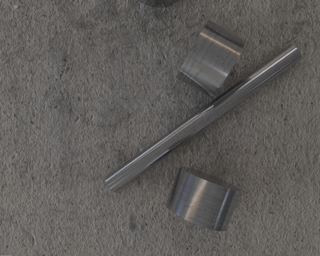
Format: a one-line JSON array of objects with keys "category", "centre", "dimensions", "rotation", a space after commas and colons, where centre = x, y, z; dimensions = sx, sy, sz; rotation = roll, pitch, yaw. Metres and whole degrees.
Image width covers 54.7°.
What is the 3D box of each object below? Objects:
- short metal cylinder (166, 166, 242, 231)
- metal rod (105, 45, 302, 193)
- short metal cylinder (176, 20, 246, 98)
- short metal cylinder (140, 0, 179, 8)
[{"category": "short metal cylinder", "centre": [0.053, 0.085, 0.383], "dimensions": [0.080, 0.080, 0.050], "rotation": [20, 90, 0]}, {"category": "metal rod", "centre": [0.057, -0.012, 0.410], "dimensions": [0.301, 0.025, 0.025], "rotation": [-36, 90, 0]}, {"category": "short metal cylinder", "centre": [0.062, -0.085, 0.383], "dimensions": [0.050, 0.080, 0.080], "rotation": [30, 90, 0]}, {"category": "short metal cylinder", "centre": [-0.002, -0.204, 0.397], "dimensions": [0.081, 0.050, 0.080], "rotation": [0, 90, 0]}]
